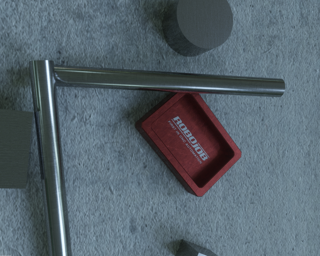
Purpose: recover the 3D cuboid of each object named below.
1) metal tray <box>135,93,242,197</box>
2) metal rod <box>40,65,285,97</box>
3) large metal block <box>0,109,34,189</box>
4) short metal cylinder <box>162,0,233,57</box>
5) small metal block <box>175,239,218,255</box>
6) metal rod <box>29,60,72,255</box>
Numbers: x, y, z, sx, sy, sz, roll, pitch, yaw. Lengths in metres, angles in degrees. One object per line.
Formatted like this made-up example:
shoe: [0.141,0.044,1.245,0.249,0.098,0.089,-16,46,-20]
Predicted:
metal tray: [0.041,0.017,0.422,0.090,0.030,0.130,-42,104,-16]
metal rod: [0.011,-0.057,0.386,0.302,0.025,0.025,2,90,-10]
large metal block: [-0.181,0.019,0.329,0.081,0.050,0.080,5,88,-20]
short metal cylinder: [0.049,-0.140,0.415,0.081,0.050,0.079,0,90,-21]
small metal block: [0.056,0.179,0.418,0.050,0.050,0.025,28,81,-18]
metal rod: [-0.119,0.076,0.351,0.025,0.025,0.298,-6,97,-20]
